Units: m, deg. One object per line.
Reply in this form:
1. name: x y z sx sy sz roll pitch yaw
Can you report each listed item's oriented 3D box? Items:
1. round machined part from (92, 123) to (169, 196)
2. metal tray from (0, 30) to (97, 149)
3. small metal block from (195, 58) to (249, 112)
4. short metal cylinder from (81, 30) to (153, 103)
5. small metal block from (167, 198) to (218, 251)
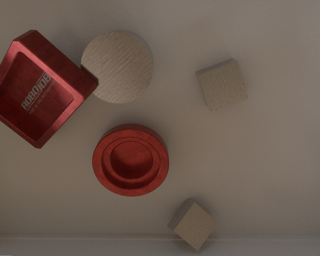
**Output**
1. round machined part: -0.038 0.039 0.416 0.099 0.042 0.097 0 110 -1
2. metal tray: -0.145 -0.038 0.363 0.090 0.030 0.129 42 130 -14
3. small metal block: 0.078 -0.055 0.392 0.050 0.025 0.050 -20 109 6
4. short metal cylinder: -0.048 -0.074 0.370 0.081 0.050 0.079 0 110 -1
5. small metal block: 0.048 0.141 0.453 0.050 0.025 0.050 43 76 -14
